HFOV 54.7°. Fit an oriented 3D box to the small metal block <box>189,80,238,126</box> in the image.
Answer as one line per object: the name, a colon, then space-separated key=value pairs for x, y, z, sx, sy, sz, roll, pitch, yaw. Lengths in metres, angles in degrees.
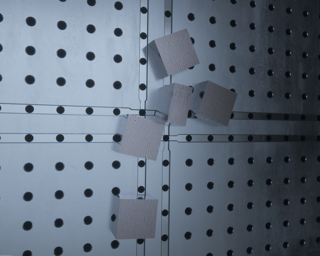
small metal block: x=0.076 y=-0.034 z=0.442 sx=0.050 sy=0.025 sz=0.050 roll=21 pitch=83 yaw=-19

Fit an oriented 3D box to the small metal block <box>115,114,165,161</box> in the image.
small metal block: x=-0.026 y=0.012 z=0.404 sx=0.050 sy=0.025 sz=0.050 roll=15 pitch=85 yaw=-20

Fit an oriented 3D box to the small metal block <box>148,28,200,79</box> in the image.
small metal block: x=0.019 y=-0.101 z=0.421 sx=0.050 sy=0.025 sz=0.050 roll=-25 pitch=99 yaw=-19

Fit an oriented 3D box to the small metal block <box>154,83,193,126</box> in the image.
small metal block: x=0.016 y=-0.029 z=0.406 sx=0.025 sy=0.050 sz=0.050 roll=13 pitch=86 yaw=-20

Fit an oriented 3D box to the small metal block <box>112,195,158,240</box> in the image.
small metal block: x=-0.032 y=0.115 z=0.402 sx=0.050 sy=0.025 sz=0.050 roll=6 pitch=88 yaw=-20
